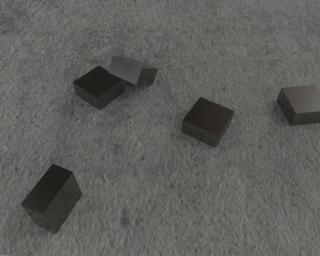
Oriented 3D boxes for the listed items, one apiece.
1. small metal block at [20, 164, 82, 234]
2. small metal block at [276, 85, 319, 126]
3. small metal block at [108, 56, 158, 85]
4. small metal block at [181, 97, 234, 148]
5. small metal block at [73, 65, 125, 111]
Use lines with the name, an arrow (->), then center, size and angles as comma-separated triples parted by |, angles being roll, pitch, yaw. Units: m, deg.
small metal block -> -0.110, 0.074, 0.323 | 0.025, 0.050, 0.050 | 19, 53, 15
small metal block -> 0.200, -0.032, 0.433 | 0.050, 0.025, 0.050 | -6, 50, -5
small metal block -> -0.039, -0.085, 0.458 | 0.050, 0.025, 0.050 | 26, 19, 20
small metal block -> 0.063, -0.008, 0.411 | 0.050, 0.025, 0.050 | 25, 54, 19
small metal block -> -0.089, -0.059, 0.452 | 0.050, 0.025, 0.050 | 32, 57, 24
